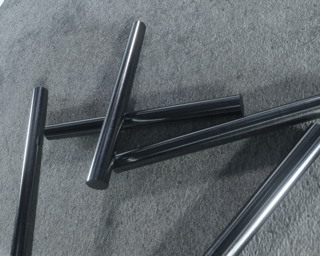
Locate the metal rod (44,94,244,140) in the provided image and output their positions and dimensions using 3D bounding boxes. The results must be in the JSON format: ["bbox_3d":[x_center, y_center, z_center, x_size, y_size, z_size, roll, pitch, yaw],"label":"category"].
[{"bbox_3d":[-0.039,-0.010,0.430,0.300,0.025,0.025,-7,59,24],"label":"metal rod"}]

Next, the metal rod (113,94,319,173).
[{"bbox_3d":[0.078,0.005,0.359,0.301,0.025,0.025,-17,55,18],"label":"metal rod"}]

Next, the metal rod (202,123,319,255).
[{"bbox_3d":[0.065,0.114,0.299,0.300,0.025,0.025,-48,51,-6],"label":"metal rod"}]

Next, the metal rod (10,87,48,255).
[{"bbox_3d":[-0.195,0.056,0.471,0.025,0.025,0.299,-20,54,16],"label":"metal rod"}]

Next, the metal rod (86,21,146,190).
[{"bbox_3d":[-0.053,-0.054,0.438,0.025,0.025,0.300,-10,49,23],"label":"metal rod"}]
